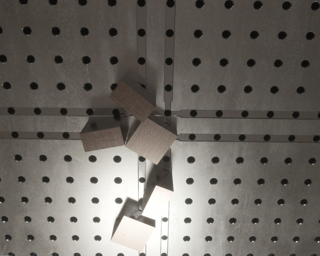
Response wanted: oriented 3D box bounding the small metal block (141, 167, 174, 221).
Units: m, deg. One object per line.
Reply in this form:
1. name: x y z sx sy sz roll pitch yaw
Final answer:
1. small metal block: -0.004 0.092 0.434 0.025 0.050 0.050 22 109 -8

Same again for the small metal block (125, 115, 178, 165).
1. small metal block: -0.012 0.013 0.418 0.050 0.025 0.050 31 107 -11

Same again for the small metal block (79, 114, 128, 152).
1. small metal block: -0.071 0.006 0.401 0.050 0.050 0.025 -10 110 3

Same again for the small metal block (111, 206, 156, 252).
1. small metal block: -0.040 0.153 0.469 0.050 0.025 0.050 24 108 -9

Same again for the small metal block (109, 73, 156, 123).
1. small metal block: -0.032 -0.039 0.385 0.050 0.050 0.025 38 106 -13
